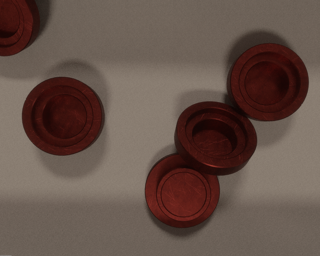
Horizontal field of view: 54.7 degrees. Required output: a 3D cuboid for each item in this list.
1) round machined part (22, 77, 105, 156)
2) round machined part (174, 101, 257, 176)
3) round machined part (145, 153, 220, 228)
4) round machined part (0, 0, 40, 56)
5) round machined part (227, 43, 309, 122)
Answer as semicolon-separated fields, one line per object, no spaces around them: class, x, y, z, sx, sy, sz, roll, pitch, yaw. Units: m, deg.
round machined part;-0.121;-0.015;0.401;0.099;0.042;0.097;0;90;-1
round machined part;0.066;0.017;0.388;0.099;0.042;0.098;4;54;-5
round machined part;0.029;0.082;0.403;0.099;0.042;0.097;0;90;-1
round machined part;-0.198;-0.143;0.387;0.099;0.042;0.097;2;120;4
round machined part;0.136;-0.057;0.405;0.099;0.042;0.097;0;90;-1
